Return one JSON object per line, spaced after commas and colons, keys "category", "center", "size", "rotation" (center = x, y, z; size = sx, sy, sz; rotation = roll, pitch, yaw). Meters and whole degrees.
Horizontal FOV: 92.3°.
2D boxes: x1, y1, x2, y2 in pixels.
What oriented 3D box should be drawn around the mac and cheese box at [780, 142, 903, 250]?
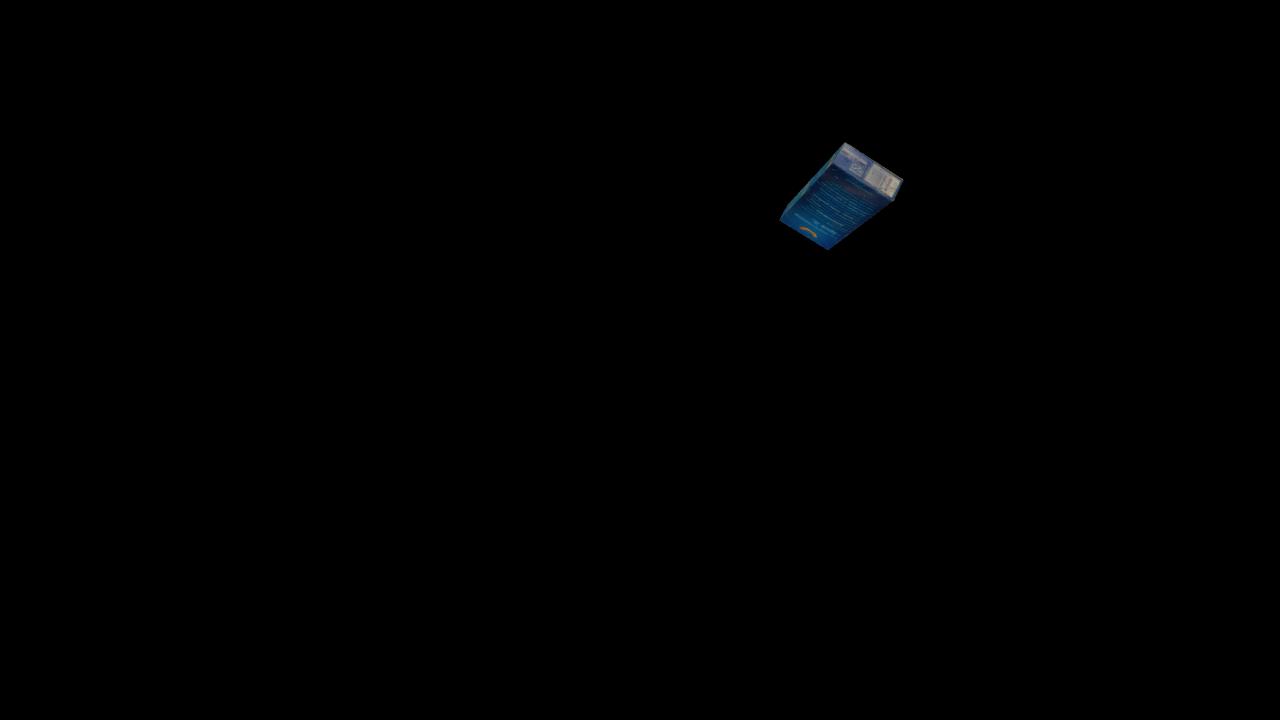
{"category": "mac and cheese box", "center": [0.272, -0.220, 0.854], "size": [0.093, 0.041, 0.184], "rotation": [30, -12, -3]}
